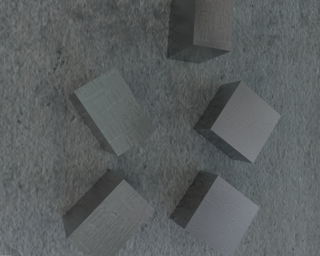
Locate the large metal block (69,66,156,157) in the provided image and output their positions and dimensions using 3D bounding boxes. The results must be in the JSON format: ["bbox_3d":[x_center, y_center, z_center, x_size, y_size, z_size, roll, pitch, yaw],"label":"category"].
[{"bbox_3d":[-0.059,-0.017,0.359,0.050,0.080,0.080,-36,102,-17],"label":"large metal block"}]

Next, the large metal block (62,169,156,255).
[{"bbox_3d":[-0.062,0.099,0.358,0.080,0.080,0.050,-46,105,-14],"label":"large metal block"}]

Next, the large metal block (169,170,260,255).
[{"bbox_3d":[0.074,0.116,0.425,0.080,0.050,0.080,38,78,-16],"label":"large metal block"}]

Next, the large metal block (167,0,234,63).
[{"bbox_3d":[0.050,-0.133,0.399,0.050,0.080,0.080,4,89,-20],"label":"large metal block"}]

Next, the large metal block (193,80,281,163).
[{"bbox_3d":[0.108,-0.008,0.437,0.080,0.050,0.080,37,78,-17],"label":"large metal block"}]
